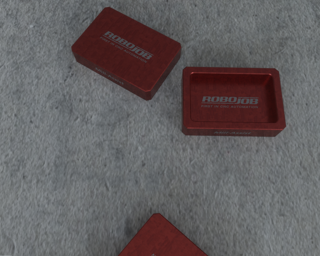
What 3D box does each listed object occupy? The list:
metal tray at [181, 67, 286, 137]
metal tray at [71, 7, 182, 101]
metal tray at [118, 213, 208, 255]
[{"bbox_3d":[0.096,-0.036,0.419,0.131,0.030,0.090,1,70,0],"label":"metal tray"},{"bbox_3d":[-0.047,-0.108,0.445,0.130,0.030,0.090,30,72,10],"label":"metal tray"},{"bbox_3d":[0.016,0.171,0.343,0.130,0.030,0.090,39,74,12],"label":"metal tray"}]
